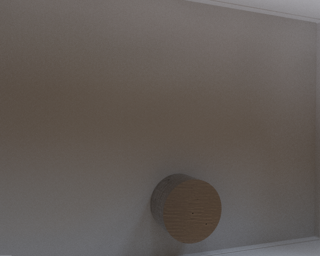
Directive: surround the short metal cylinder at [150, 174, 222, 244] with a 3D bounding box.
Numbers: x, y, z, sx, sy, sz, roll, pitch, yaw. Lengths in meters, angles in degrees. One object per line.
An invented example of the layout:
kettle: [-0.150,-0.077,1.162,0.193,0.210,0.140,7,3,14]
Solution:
short metal cylinder: [0.033,0.104,0.409,0.081,0.050,0.080,0,90,-20]
